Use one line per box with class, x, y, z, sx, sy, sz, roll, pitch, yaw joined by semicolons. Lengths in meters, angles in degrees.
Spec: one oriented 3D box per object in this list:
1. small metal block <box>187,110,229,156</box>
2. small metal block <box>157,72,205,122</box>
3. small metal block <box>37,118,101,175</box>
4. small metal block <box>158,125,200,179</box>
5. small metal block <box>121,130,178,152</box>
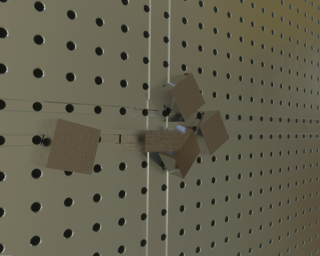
small metal block;0.074;0.007;0.474;0.050;0.025;0.050;-36;113;-34
small metal block;0.031;-0.043;0.438;0.050;0.025;0.050;-42;116;-32
small metal block;-0.096;0.020;0.330;0.050;0.025;0.050;18;79;-39
small metal block;0.028;0.033;0.424;0.050;0.025;0.050;-55;144;-26
small metal block;-0.013;0.015;0.384;0.050;0.050;0.025;2;89;-40
